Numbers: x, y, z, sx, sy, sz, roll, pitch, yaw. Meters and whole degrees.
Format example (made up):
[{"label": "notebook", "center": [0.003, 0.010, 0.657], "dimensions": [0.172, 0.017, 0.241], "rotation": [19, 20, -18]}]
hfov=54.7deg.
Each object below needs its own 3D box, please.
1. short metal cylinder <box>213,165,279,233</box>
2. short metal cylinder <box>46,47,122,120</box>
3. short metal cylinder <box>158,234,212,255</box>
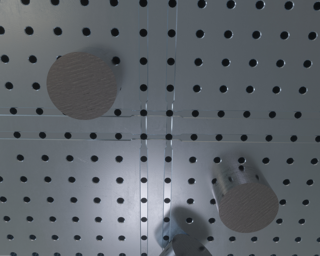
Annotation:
[{"label": "short metal cylinder", "center": [0.119, 0.099, 0.438], "dimensions": [0.081, 0.050, 0.079], "rotation": [0, 110, 0]}, {"label": "short metal cylinder", "center": [-0.090, -0.055, 0.379], "dimensions": [0.081, 0.050, 0.079], "rotation": [0, 110, 0]}, {"label": "short metal cylinder", "center": [0.038, 0.206, 0.460], "dimensions": [0.080, 0.080, 0.050], "rotation": [31, 107, -11]}]
